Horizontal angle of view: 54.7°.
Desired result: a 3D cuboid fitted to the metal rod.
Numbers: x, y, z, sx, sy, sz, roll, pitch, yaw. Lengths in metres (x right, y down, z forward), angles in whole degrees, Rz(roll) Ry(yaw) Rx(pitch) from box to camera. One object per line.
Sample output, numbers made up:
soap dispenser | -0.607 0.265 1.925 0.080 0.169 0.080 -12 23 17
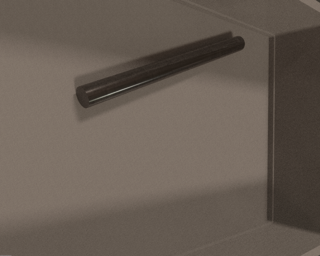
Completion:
metal rod | 0.024 -0.087 0.428 0.302 0.025 0.025 -27 107 -37
